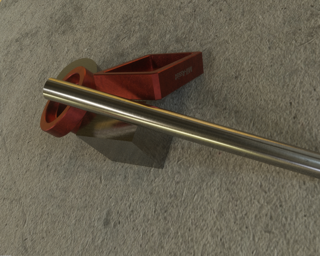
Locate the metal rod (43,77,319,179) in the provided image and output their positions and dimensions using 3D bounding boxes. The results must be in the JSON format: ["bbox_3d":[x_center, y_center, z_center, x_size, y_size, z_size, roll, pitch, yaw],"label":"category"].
[{"bbox_3d":[0.022,-0.002,0.318,0.301,0.025,0.025,16,68,8],"label":"metal rod"}]

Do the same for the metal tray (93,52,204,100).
[{"bbox_3d":[-0.010,-0.071,0.400,0.090,0.030,0.131,5,24,30],"label":"metal tray"}]

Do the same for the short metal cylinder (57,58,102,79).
[{"bbox_3d":[-0.119,-0.063,0.488,0.080,0.050,0.080,-13,56,20],"label":"short metal cylinder"}]

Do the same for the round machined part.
[{"bbox_3d":[-0.113,-0.030,0.414,0.098,0.042,0.098,-30,42,32],"label":"round machined part"}]

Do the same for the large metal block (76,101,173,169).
[{"bbox_3d":[-0.040,0.008,0.384,0.080,0.080,0.050,5,64,30],"label":"large metal block"}]
